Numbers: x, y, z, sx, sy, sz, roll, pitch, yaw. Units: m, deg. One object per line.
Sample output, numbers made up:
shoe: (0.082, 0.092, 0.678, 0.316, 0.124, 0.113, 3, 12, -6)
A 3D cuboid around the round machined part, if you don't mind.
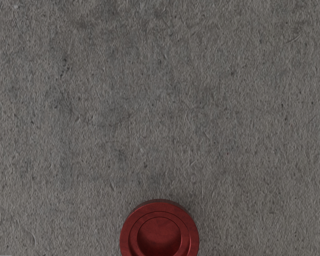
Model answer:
round machined part: (-0.001, 0.140, 0.401, 0.099, 0.042, 0.097, 0, 90, 0)
